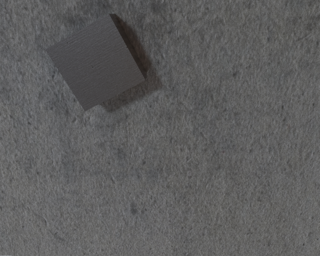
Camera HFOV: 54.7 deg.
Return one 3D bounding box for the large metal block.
[{"bbox_3d":[-0.071,-0.078,0.367,0.080,0.050,0.080,-26,108,9],"label":"large metal block"}]
